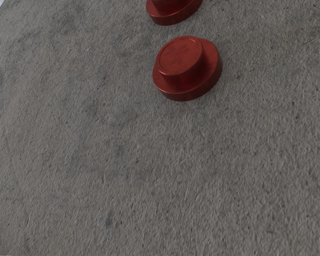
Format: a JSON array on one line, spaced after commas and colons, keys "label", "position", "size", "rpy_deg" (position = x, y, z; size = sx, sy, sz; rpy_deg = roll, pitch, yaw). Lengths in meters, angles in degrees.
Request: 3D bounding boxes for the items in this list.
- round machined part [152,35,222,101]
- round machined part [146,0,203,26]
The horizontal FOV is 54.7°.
[{"label": "round machined part", "position": [0.033, -0.089, 0.430], "size": [0.098, 0.042, 0.098], "rpy_deg": [-13, 56, 21]}, {"label": "round machined part", "position": [0.020, -0.223, 0.520], "size": [0.098, 0.042, 0.098], "rpy_deg": [-13, 56, 21]}]
